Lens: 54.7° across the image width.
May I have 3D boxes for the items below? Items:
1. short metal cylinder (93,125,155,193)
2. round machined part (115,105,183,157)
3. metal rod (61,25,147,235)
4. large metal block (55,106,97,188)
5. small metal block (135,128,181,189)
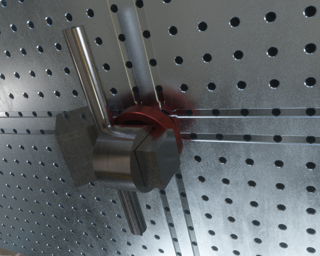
[{"bbox_3d":[-0.036,0.036,0.376,0.050,0.080,0.079,1,119,27],"label":"short metal cylinder"},{"bbox_3d":[-0.015,0.013,0.413,0.098,0.042,0.097,13,124,20],"label":"round machined part"},{"bbox_3d":[-0.064,0.021,0.402,0.025,0.025,0.298,1,119,27],"label":"metal rod"},{"bbox_3d":[-0.108,0.023,0.437,0.050,0.080,0.079,-18,116,-9],"label":"large metal block"},{"bbox_3d":[-0.001,0.034,0.361,0.025,0.050,0.050,1,119,27],"label":"small metal block"}]
